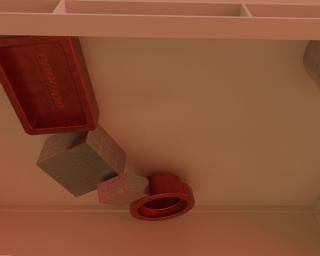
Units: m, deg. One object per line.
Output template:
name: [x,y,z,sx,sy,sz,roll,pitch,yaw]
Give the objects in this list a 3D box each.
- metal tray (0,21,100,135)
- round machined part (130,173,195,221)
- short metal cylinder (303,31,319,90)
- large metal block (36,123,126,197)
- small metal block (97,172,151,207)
metal tray: [-0.130,-0.052,0.359,0.091,0.030,0.129,-4,130,3]
round machined part: [0.001,0.104,0.477,0.099,0.042,0.097,-7,143,-5]
short metal cylinder: [0.206,-0.072,0.335,0.081,0.050,0.079,0,130,0]
large metal block: [-0.105,0.042,0.427,0.080,0.050,0.080,-23,127,18]
small metal block: [-0.048,0.085,0.421,0.050,0.025,0.050,-26,150,22]
